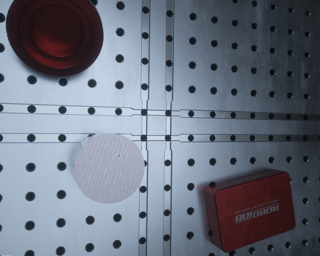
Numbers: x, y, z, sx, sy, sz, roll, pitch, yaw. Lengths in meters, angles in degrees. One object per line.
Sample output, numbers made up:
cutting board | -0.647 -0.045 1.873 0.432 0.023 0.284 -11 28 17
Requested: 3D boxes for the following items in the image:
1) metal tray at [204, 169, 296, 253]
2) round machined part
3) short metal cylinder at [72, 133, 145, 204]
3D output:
metal tray | 0.136 0.119 0.460 0.131 0.030 0.089 -10 94 -20
round machined part | -0.114 -0.111 0.346 0.099 0.042 0.097 -6 122 -10
short metal cylinder | -0.064 0.046 0.376 0.081 0.050 0.079 0 90 -20
